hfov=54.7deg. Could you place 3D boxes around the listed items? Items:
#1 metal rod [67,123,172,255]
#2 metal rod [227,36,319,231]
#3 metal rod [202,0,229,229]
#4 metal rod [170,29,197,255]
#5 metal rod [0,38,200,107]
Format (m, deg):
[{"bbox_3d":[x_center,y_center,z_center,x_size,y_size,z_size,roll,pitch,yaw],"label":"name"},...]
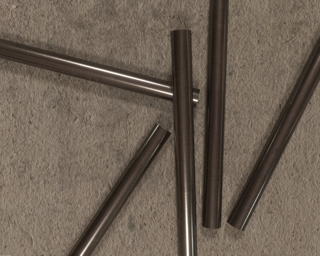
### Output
[{"bbox_3d":[-0.078,0.125,0.409,0.025,0.025,0.299,34,90,-1],"label":"metal rod"},{"bbox_3d":[0.167,-0.003,0.412,0.025,0.025,0.299,27,90,-1],"label":"metal rod"},{"bbox_3d":[0.073,-0.019,0.410,0.025,0.025,0.298,2,90,-1],"label":"metal rod"},{"bbox_3d":[0.031,0.031,0.393,0.025,0.025,0.298,-2,97,-1],"label":"metal rod"},{"bbox_3d":[-0.097,-0.076,0.408,0.302,0.025,0.025,14,90,-1],"label":"metal rod"}]
